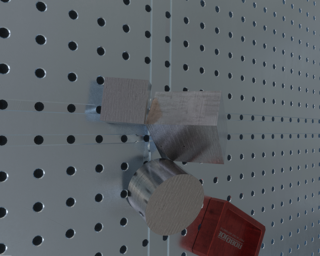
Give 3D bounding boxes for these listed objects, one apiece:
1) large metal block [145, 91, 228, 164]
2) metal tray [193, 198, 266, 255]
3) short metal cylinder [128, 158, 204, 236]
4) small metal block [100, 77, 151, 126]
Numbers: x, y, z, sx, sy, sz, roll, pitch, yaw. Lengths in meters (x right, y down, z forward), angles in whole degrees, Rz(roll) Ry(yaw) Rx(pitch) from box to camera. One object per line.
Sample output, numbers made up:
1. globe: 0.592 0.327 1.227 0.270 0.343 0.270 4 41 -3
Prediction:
1. large metal block: 0.037 0.000 0.380 0.080 0.080 0.050 67 31 -50
2. metal tray: 0.117 0.180 0.504 0.130 0.030 0.090 37 67 -34
3. short metal cylinder: 0.007 0.084 0.384 0.081 0.050 0.079 -10 112 -27
4. small metal block: -0.039 -0.030 0.358 0.025 0.050 0.050 41 54 -82
